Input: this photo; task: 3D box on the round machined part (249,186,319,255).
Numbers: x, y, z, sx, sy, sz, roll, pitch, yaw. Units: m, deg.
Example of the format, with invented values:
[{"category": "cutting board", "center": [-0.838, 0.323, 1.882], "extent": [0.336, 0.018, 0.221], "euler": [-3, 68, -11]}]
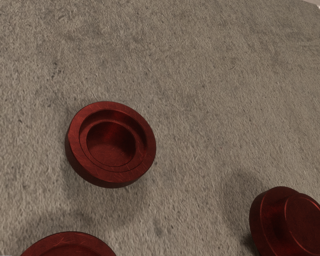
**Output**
[{"category": "round machined part", "center": [0.156, 0.113, 0.356], "extent": [0.099, 0.042, 0.098], "euler": [14, 56, -21]}]

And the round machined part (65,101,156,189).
[{"category": "round machined part", "center": [-0.057, 0.022, 0.350], "extent": [0.099, 0.042, 0.098], "euler": [14, 56, -21]}]

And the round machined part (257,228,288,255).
[{"category": "round machined part", "center": [0.163, 0.146, 0.394], "extent": [0.099, 0.042, 0.098], "euler": [14, 56, -21]}]

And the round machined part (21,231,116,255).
[{"category": "round machined part", "center": [-0.082, 0.142, 0.263], "extent": [0.099, 0.042, 0.098], "euler": [14, 56, -21]}]
